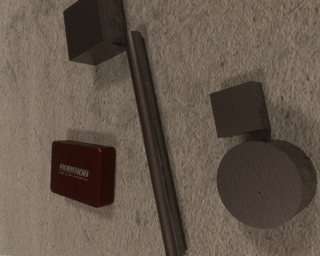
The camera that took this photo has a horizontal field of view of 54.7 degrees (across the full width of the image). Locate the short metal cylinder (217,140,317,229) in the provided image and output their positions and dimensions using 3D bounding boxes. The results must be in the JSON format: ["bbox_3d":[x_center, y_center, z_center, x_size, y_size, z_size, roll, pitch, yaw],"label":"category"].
[{"bbox_3d":[0.103,0.052,0.302,0.080,0.050,0.079,0,90,39],"label":"short metal cylinder"}]

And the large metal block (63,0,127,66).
[{"bbox_3d":[-0.097,-0.148,0.466,0.080,0.050,0.080,-15,81,38],"label":"large metal block"}]

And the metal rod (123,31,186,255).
[{"bbox_3d":[-0.010,0.014,0.410,0.025,0.025,0.298,-19,78,38],"label":"metal rod"}]

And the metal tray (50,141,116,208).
[{"bbox_3d":[-0.129,0.070,0.505,0.130,0.030,0.089,5,93,39],"label":"metal tray"}]

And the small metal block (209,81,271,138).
[{"bbox_3d":[0.086,-0.018,0.333,0.050,0.025,0.050,-15,80,38],"label":"small metal block"}]
